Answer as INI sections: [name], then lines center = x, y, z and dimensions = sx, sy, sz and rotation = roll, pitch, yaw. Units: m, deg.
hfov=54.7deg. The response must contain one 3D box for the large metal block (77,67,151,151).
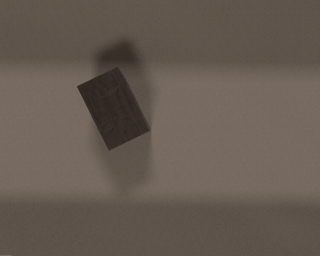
[large metal block]
center = -0.052, -0.022, 0.383
dimensions = 0.050, 0.080, 0.080
rotation = -26, 90, 0
